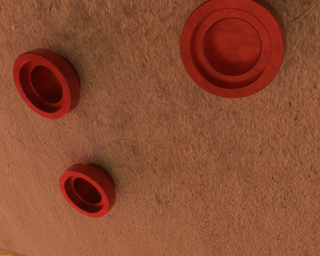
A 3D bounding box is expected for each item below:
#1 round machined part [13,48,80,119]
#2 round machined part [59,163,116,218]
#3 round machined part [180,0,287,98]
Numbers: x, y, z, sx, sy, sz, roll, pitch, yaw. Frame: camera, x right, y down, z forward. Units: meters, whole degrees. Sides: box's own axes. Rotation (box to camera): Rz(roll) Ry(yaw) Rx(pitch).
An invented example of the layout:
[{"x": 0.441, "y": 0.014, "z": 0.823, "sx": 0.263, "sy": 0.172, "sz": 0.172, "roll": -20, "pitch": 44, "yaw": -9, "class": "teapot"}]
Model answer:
[{"x": -0.153, "y": -0.065, "z": 0.437, "sx": 0.098, "sy": 0.042, "sz": 0.097, "roll": 13, "pitch": 124, "yaw": 21, "class": "round machined part"}, {"x": -0.116, "y": 0.099, "z": 0.518, "sx": 0.098, "sy": 0.042, "sz": 0.097, "roll": 13, "pitch": 124, "yaw": 21, "class": "round machined part"}, {"x": 0.073, "y": -0.082, "z": 0.306, "sx": 0.098, "sy": 0.042, "sz": 0.097, "roll": 13, "pitch": 124, "yaw": 21, "class": "round machined part"}]
